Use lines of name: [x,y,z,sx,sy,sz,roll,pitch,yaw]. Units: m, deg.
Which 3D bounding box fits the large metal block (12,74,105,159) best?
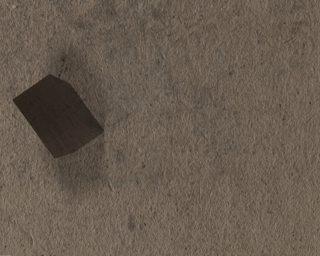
large metal block: [-0.119,-0.013,0.381,0.050,0.080,0.080,-35,90,0]
